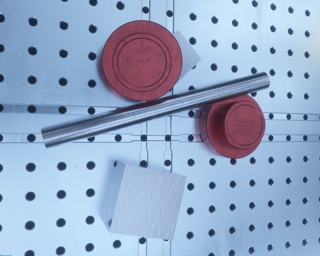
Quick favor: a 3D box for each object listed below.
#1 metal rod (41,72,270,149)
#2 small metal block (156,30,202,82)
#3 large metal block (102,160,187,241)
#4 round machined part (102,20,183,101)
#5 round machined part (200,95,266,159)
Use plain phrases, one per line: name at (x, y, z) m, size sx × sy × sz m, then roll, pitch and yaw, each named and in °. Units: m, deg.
metal rod at (0.006, -0.027, 0.399) m, size 0.302 × 0.025 × 0.025 m, roll -16°, pitch 96°, yaw -14°
small metal block at (0.019, -0.094, 0.419) m, size 0.050 × 0.025 × 0.050 m, roll -45°, pitch 104°, yaw -15°
large metal block at (-0.021, 0.090, 0.392) m, size 0.081 × 0.050 × 0.080 m, roll 15°, pitch 85°, yaw -20°
round machined part at (-0.021, -0.080, 0.377) m, size 0.099 × 0.042 × 0.097 m, roll -1°, pitch 105°, yaw -2°
round machined part at (0.110, -0.004, 0.444) m, size 0.099 × 0.042 × 0.097 m, roll 0°, pitch 90°, yaw -20°
